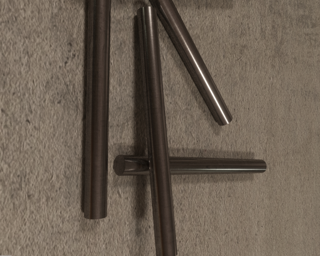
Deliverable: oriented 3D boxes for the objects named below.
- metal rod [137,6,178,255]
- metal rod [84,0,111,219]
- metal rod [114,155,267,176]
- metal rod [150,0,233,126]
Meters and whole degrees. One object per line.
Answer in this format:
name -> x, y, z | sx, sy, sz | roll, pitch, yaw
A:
metal rod -> -0.005, 0.000, 0.377 | 0.025, 0.025, 0.298 | 0, 82, -40
metal rod -> -0.069, -0.051, 0.347 | 0.025, 0.025, 0.298 | 2, 89, -40
metal rod -> 0.067, 0.057, 0.463 | 0.302, 0.025, 0.025 | 6, 86, -40
metal rod -> 0.030, -0.125, 0.431 | 0.025, 0.025, 0.299 | -48, 119, -29
